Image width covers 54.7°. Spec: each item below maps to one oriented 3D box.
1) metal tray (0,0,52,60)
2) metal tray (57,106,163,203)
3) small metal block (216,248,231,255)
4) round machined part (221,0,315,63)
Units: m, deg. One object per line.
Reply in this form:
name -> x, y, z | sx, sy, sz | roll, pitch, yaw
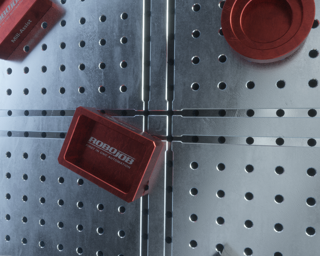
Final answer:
metal tray -> -0.246, -0.186, 0.496 | 0.130, 0.030, 0.090 | -42, 77, 15
metal tray -> -0.072, 0.034, 0.435 | 0.130, 0.030, 0.090 | 25, 98, 18
small metal block -> 0.079, 0.190, 0.385 | 0.050, 0.025, 0.050 | 44, 104, 14
round machined part -> 0.124, -0.124, 0.360 | 0.098, 0.042, 0.097 | 0, 90, 20
